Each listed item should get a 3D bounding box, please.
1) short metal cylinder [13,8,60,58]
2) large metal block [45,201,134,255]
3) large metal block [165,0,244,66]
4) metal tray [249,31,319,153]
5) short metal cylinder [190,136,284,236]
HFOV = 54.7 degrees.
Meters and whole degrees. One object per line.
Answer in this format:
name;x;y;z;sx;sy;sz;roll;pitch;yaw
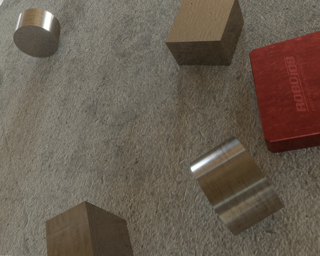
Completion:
short metal cylinder;-0.239;-0.185;0.607;0.080;0.080;0.050;-17;55;18
large metal block;-0.069;0.133;0.323;0.050;0.080;0.080;-29;52;10
large metal block;0.065;-0.136;0.437;0.080;0.050;0.080;8;65;31
metal tray;0.156;-0.042;0.345;0.090;0.030;0.130;-12;56;21
short metal cylinder;0.072;0.054;0.298;0.050;0.080;0.080;-34;52;6
